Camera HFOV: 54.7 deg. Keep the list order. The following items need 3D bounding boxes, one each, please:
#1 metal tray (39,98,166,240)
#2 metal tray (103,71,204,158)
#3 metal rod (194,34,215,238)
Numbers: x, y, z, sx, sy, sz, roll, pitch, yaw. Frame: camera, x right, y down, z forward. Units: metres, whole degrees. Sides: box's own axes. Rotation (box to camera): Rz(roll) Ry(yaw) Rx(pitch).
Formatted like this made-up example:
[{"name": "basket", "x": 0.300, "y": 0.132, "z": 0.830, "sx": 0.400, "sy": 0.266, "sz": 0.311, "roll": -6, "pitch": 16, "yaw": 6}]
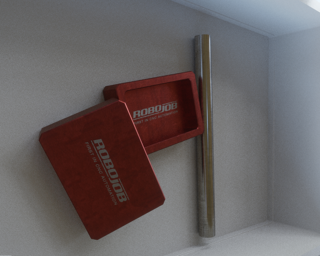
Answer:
[{"name": "metal tray", "x": -0.059, "y": 0.043, "z": 0.334, "sx": 0.091, "sy": 0.030, "sz": 0.129, "roll": -26, "pitch": 108, "yaw": -14}, {"name": "metal tray", "x": -0.003, "y": -0.021, "z": 0.402, "sx": 0.131, "sy": 0.030, "sz": 0.089, "roll": -18, "pitch": 102, "yaw": -39}, {"name": "metal rod", "x": 0.068, "y": 0.013, "z": 0.465, "sx": 0.025, "sy": 0.025, "sz": 0.298, "roll": -3, "pitch": 92, "yaw": -40}]
